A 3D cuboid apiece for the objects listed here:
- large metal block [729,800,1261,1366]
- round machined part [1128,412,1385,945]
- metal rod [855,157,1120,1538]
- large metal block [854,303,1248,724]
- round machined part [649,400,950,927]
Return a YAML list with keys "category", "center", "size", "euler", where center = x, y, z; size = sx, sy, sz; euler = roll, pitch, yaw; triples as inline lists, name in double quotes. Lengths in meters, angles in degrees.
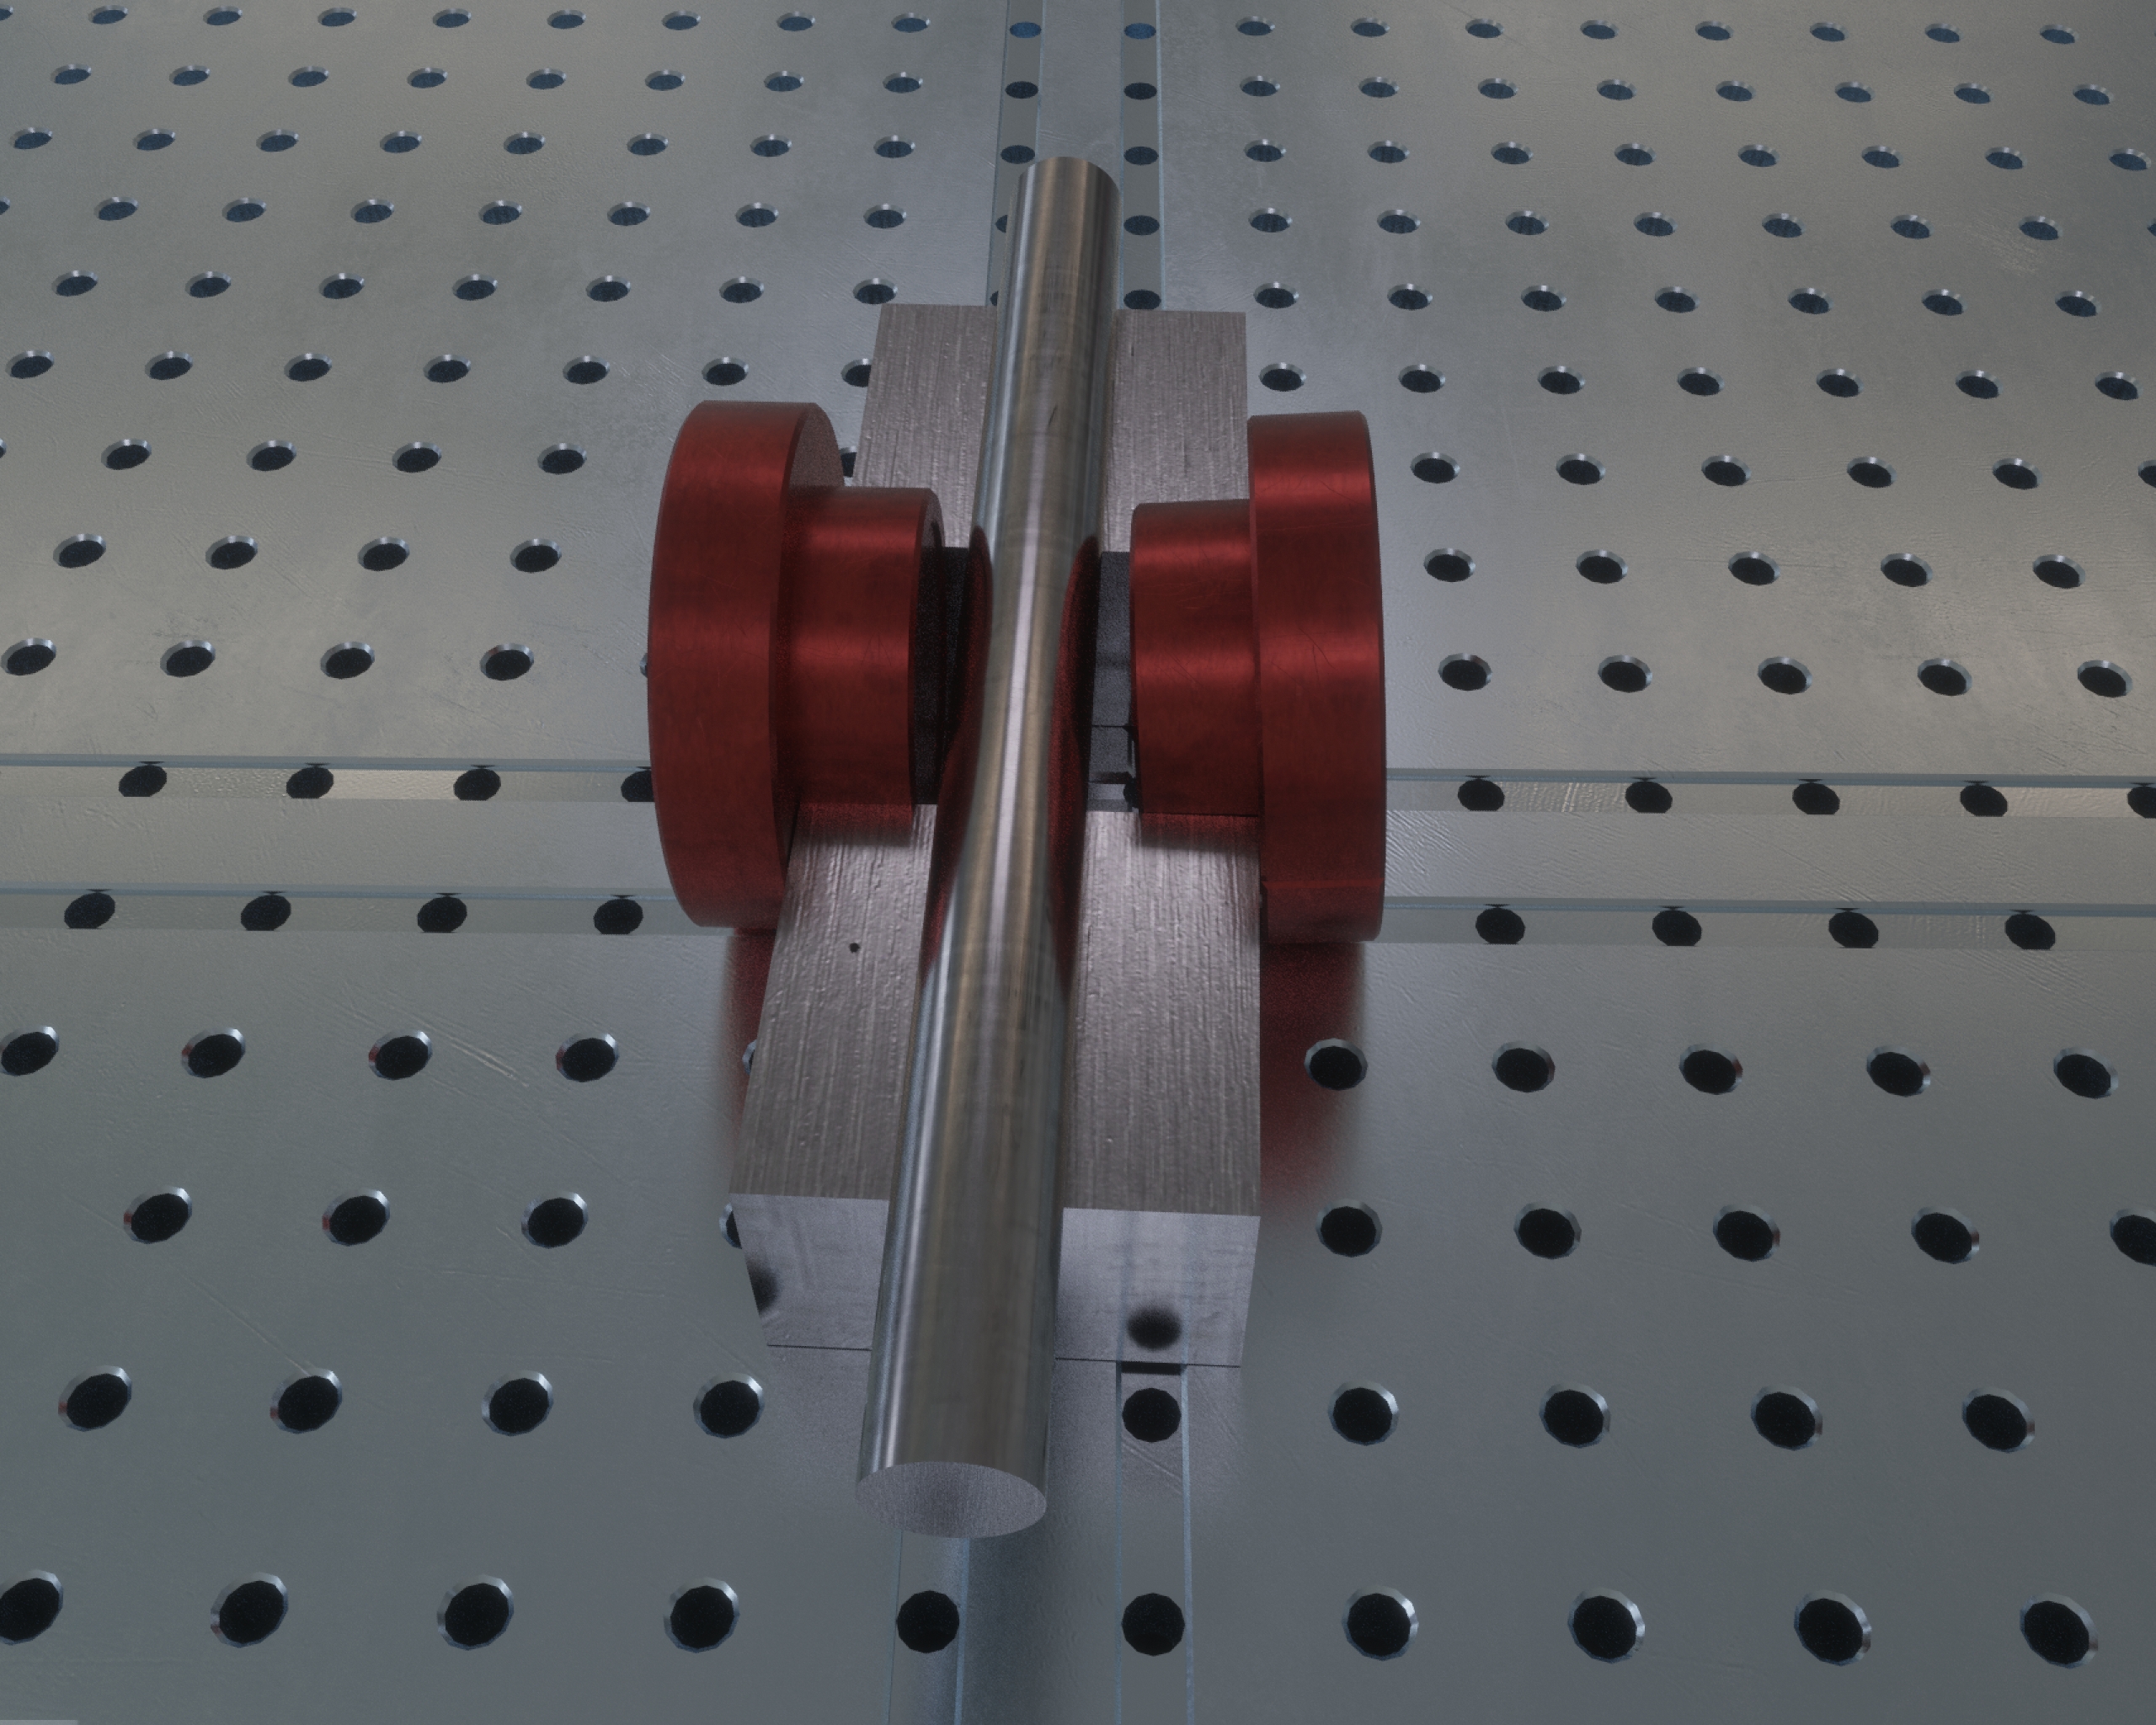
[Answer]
- category: "large metal block"
  center: [-0.011, 0.037, 0.360]
  size: [0.080, 0.050, 0.080]
  euler: [2, 50, 2]
- category: "round machined part"
  center: [0.033, -0.033, 0.388]
  size: [0.042, 0.098, 0.098]
  euler: [-2, 50, 5]
- category: "metal rod"
  center: [-0.010, -0.031, 0.369]
  size: [0.025, 0.025, 0.300]
  euler: [2, 50, 2]
- category: "large metal block"
  center: [-0.005, -0.076, 0.455]
  size: [0.080, 0.050, 0.080]
  euler: [2, 50, 1]
- category: "round machined part"
  center: [-0.048, -0.036, 0.389]
  size: [0.042, 0.097, 0.098]
  euler: [1, 50, 1]
